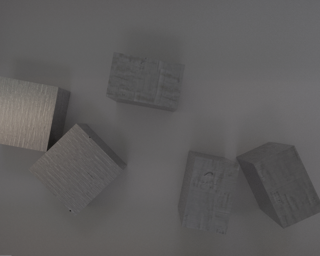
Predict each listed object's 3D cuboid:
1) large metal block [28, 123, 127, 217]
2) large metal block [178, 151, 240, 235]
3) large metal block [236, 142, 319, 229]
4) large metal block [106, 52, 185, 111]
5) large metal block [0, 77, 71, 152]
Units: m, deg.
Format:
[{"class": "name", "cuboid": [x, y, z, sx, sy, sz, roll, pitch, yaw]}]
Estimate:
[{"class": "large metal block", "cuboid": [-0.102, 0.050, 0.398, 0.080, 0.050, 0.080, -44, 90, 0]}, {"class": "large metal block", "cuboid": [0.057, 0.075, 0.384, 0.050, 0.080, 0.080, 11, 90, 0]}, {"class": "large metal block", "cuboid": [0.144, 0.066, 0.385, 0.050, 0.080, 0.080, -25, 90, 0]}, {"class": "large metal block", "cuboid": [-0.016, -0.053, 0.384, 0.080, 0.080, 0.050, 10, 90, 0]}, {"class": "large metal block", "cuboid": [-0.169, -0.017, 0.397, 0.080, 0.050, 0.080, 10, 90, 0]}]
